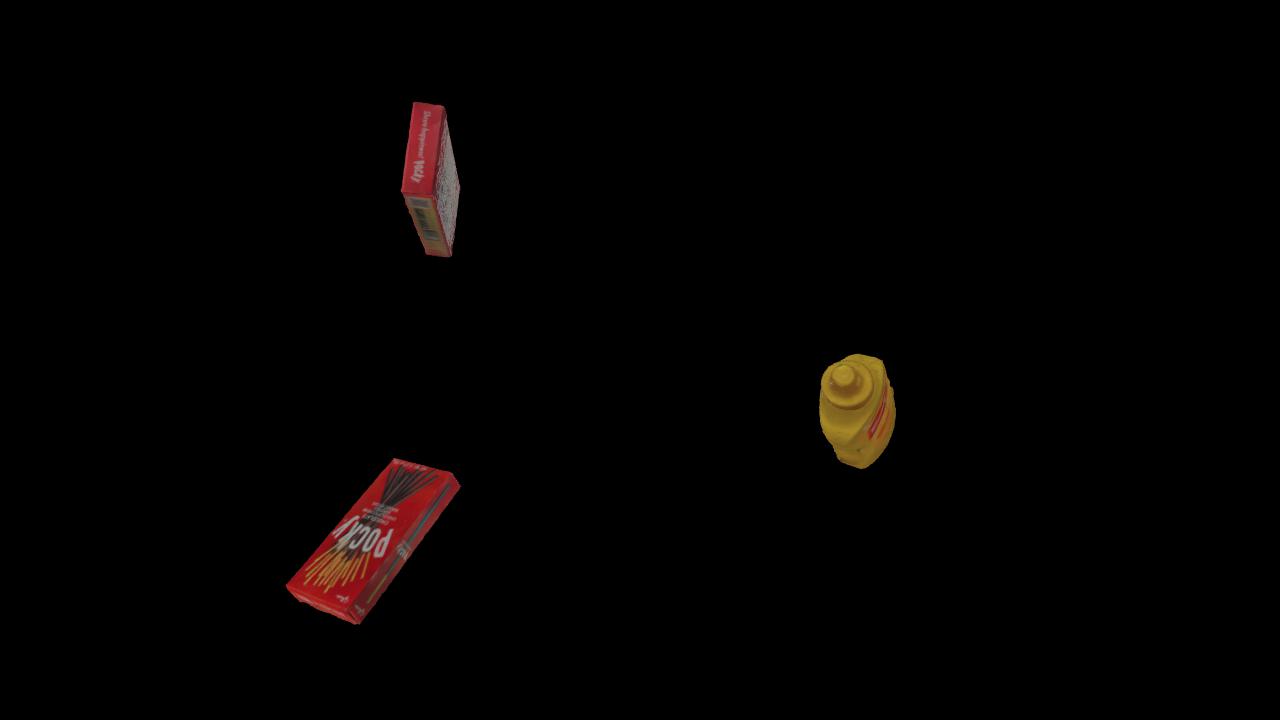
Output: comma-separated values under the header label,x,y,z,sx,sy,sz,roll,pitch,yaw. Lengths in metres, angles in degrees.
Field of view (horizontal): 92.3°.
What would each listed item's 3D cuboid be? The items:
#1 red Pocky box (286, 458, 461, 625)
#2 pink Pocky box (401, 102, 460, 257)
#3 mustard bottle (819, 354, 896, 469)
label,x,y,z,sx,sy,sz,roll,pitch,yaw
red Pocky box,-0.249,0.165,0.587,0.083,0.028,0.155,7,45,25
pink Pocky box,-0.193,-0.162,0.579,0.029,0.084,0.155,5,-11,-11
mustard bottle,0.202,0.042,0.577,0.054,0.092,0.184,27,-7,32
